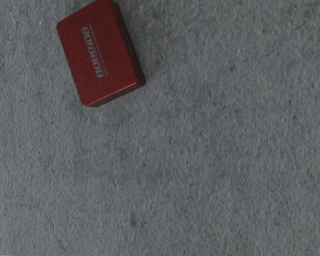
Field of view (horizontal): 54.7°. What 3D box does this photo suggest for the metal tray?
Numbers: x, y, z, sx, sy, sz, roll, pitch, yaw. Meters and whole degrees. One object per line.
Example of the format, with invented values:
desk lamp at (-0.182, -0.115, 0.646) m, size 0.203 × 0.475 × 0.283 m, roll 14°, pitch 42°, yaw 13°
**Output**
metal tray at (-0.084, -0.104, 0.435) m, size 0.090 × 0.030 × 0.129 m, roll -22°, pitch 83°, yaw 18°
